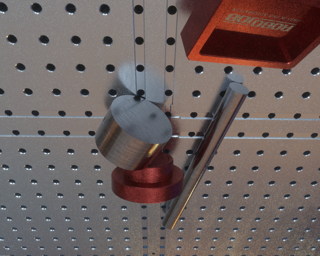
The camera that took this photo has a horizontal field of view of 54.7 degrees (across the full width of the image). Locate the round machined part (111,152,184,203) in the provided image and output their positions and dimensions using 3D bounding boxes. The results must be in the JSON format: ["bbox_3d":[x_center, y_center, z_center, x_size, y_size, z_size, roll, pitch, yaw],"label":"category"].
[{"bbox_3d":[-0.017,0.061,0.422,0.099,0.098,0.042,1,104,-2],"label":"round machined part"}]

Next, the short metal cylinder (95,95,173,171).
[{"bbox_3d":[-0.032,0.005,0.380,0.080,0.080,0.050,22,126,-18],"label":"short metal cylinder"}]

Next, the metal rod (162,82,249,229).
[{"bbox_3d":[0.056,0.062,0.465,0.025,0.025,0.298,12,129,-10],"label":"metal rod"}]

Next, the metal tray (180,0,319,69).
[{"bbox_3d":[0.096,-0.097,0.285,0.131,0.030,0.090,0,152,-22],"label":"metal tray"}]
